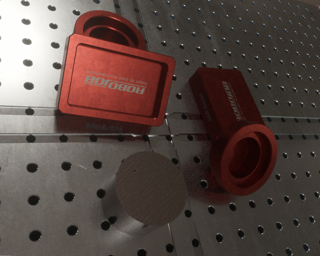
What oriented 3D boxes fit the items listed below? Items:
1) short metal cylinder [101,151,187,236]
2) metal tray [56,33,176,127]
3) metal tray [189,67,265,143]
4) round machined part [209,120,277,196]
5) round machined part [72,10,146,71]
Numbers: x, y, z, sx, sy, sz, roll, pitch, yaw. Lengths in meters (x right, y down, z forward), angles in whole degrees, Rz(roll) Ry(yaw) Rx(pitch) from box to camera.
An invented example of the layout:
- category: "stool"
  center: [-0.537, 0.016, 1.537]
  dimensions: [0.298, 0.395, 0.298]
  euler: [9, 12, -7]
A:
- category: "short metal cylinder"
  center: [-0.018, 0.072, 0.340]
  dimensions: [0.081, 0.050, 0.080]
  euler: [14, 56, -21]
- category: "metal tray"
  center: [-0.052, -0.055, 0.379]
  dimensions: [0.131, 0.030, 0.089]
  euler: [8, 98, -25]
- category: "metal tray"
  center: [0.107, -0.033, 0.485]
  dimensions: [0.091, 0.030, 0.130]
  euler: [-3, 63, -30]
- category: "round machined part"
  center: [0.106, 0.037, 0.413]
  dimensions: [0.099, 0.042, 0.097]
  euler: [-8, 106, -28]
- category: "round machined part"
  center: [-0.072, -0.111, 0.427]
  dimensions: [0.099, 0.042, 0.098]
  euler: [14, 56, -21]
